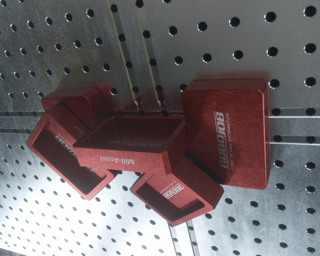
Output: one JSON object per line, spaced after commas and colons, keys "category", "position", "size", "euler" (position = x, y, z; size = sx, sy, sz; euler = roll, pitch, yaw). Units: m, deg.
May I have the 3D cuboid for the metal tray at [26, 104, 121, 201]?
{"category": "metal tray", "position": [-0.126, 0.038, 0.455], "size": [0.130, 0.030, 0.090], "euler": [44, 128, -3]}

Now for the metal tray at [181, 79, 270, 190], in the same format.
{"category": "metal tray", "position": [0.081, 0.009, 0.369], "size": [0.090, 0.030, 0.129], "euler": [3, 120, 26]}

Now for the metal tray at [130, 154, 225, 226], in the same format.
{"category": "metal tray", "position": [0.017, 0.086, 0.427], "size": [0.090, 0.030, 0.129], "euler": [39, 146, 0]}

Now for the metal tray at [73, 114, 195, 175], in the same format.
{"category": "metal tray", "position": [-0.031, 0.016, 0.393], "size": [0.130, 0.090, 0.030], "euler": [2, 119, 27]}

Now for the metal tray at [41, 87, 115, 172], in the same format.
{"category": "metal tray", "position": [-0.115, 0.006, 0.470], "size": [0.090, 0.030, 0.129], "euler": [-1, 119, 28]}
